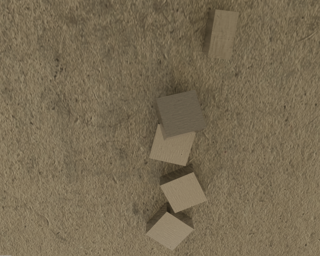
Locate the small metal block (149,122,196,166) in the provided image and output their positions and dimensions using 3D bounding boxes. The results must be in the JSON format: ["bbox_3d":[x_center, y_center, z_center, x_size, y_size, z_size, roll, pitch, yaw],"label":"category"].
[{"bbox_3d":[0.016,0.019,0.417,0.050,0.025,0.050,13,110,-5],"label":"small metal block"}]

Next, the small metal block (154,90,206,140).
[{"bbox_3d":[0.024,-0.016,0.387,0.050,0.025,0.050,-14,81,-10],"label":"small metal block"}]

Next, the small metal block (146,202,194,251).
[{"bbox_3d":[0.014,0.147,0.464,0.050,0.025,0.050,36,106,-13],"label":"small metal block"}]

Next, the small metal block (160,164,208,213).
[{"bbox_3d":[0.033,0.086,0.442,0.050,0.025,0.050,-24,109,8],"label":"small metal block"}]

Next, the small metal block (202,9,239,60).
[{"bbox_3d":[0.068,-0.109,0.357,0.025,0.050,0.050,6,110,-2],"label":"small metal block"}]
